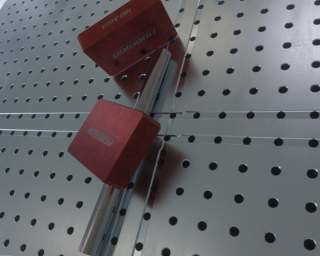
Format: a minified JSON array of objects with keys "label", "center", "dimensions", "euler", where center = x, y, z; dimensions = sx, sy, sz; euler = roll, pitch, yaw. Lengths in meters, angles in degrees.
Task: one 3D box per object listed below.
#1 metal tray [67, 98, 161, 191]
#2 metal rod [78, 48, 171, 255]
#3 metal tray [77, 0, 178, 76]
[{"label":"metal tray","center":[-0.065,0.015,0.400],"dimensions":[0.130,0.030,0.090],"euler":[20,78,54]},{"label":"metal rod","center":[-0.039,0.016,0.418],"dimensions":[0.025,0.025,0.300],"euler":[5,64,30]},{"label":"metal tray","center":[-0.046,-0.141,0.474],"dimensions":[0.130,0.090,0.030],"euler":[-30,67,9]}]
